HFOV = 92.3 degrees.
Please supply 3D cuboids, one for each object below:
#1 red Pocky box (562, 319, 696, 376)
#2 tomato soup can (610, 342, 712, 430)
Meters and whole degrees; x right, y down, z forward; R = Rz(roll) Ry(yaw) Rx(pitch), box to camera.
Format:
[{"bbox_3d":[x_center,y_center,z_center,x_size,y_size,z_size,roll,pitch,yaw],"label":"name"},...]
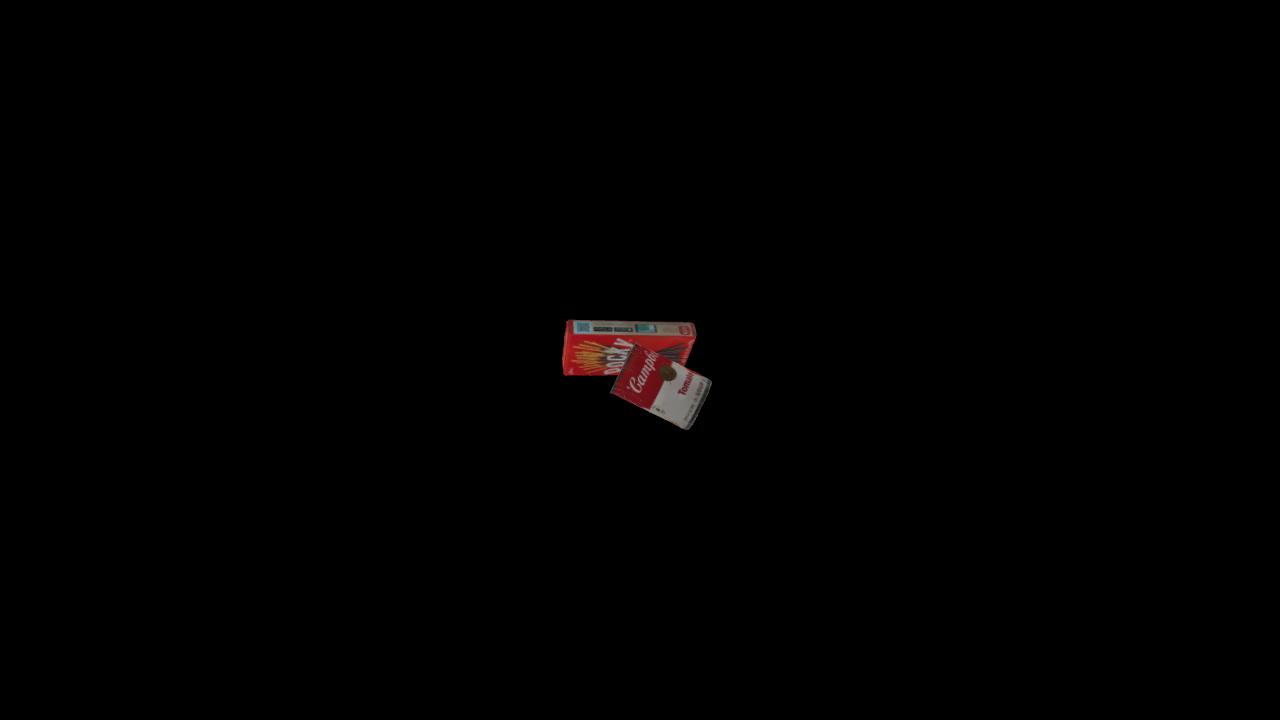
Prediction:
[{"bbox_3d":[-0.015,-0.013,0.751,0.155,0.028,0.083,0,-36,-12],"label":"red Pocky box"},{"bbox_3d":[0.025,0.032,0.717,0.101,0.068,0.068,27,0,0],"label":"tomato soup can"}]
